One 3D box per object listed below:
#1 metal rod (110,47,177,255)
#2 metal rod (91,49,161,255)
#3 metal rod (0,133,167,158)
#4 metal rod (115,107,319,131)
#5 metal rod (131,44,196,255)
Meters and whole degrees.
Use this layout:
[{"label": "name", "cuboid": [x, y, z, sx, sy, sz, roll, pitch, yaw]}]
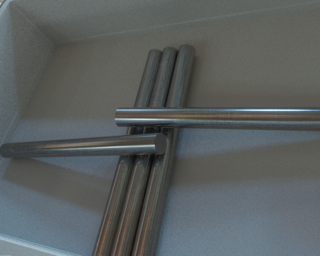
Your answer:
[{"label": "metal rod", "cuboid": [-0.014, 0.018, 0.399, 0.025, 0.025, 0.300, -1, 61, 27]}, {"label": "metal rod", "cuboid": [-0.035, 0.019, 0.410, 0.025, 0.025, 0.300, -1, 61, 27]}, {"label": "metal rod", "cuboid": [-0.126, 0.028, 0.430, 0.300, 0.025, 0.025, -4, 60, 32]}, {"label": "metal rod", "cuboid": [0.089, -0.011, 0.341, 0.301, 0.025, 0.025, 1, 62, 21]}, {"label": "metal rod", "cuboid": [0.009, 0.018, 0.387, 0.025, 0.025, 0.300, -1, 61, 27]}]
